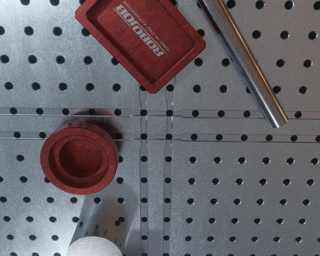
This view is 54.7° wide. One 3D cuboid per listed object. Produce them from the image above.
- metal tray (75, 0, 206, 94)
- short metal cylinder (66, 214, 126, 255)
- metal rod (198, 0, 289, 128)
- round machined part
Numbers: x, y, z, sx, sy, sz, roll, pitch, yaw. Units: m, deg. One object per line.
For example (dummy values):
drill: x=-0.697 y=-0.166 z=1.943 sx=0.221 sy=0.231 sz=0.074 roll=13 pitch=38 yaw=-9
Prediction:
metal tray: x=-0.021 y=-0.116 z=0.367 sx=0.090 sy=0.030 sz=0.130 roll=-42 pitch=105 yaw=13
short metal cylinder: x=-0.094 y=0.178 z=0.465 sx=0.081 sy=0.050 sz=0.079 roll=0 pitch=110 yaw=0
metal rod: x=0.075 y=-0.124 z=0.368 sx=0.025 sy=0.025 sz=0.299 roll=-32 pitch=107 yaw=11
round machined part: x=-0.104 y=0.037 z=0.417 sx=0.099 sy=0.042 sz=0.097 roll=0 pitch=110 yaw=0
